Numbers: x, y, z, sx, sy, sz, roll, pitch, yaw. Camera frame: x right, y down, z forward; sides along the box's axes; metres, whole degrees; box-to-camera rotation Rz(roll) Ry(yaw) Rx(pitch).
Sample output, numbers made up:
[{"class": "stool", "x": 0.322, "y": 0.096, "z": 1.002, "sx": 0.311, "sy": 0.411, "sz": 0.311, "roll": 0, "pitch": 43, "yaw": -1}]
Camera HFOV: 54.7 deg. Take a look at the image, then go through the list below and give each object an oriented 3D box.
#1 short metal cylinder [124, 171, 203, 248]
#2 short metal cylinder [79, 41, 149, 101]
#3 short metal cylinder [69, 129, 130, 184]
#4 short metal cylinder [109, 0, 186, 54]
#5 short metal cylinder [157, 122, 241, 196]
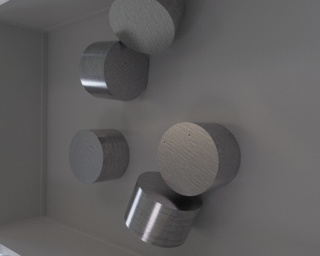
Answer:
[{"class": "short metal cylinder", "x": 0.004, "y": 0.094, "z": 0.368, "sx": 0.080, "sy": 0.081, "sz": 0.050, "roll": 32, "pitch": 110, "yaw": 35}, {"class": "short metal cylinder", "x": -0.061, "y": -0.078, "z": 0.422, "sx": 0.050, "sy": 0.081, "sz": 0.079, "roll": 10, "pitch": 97, "yaw": 39}, {"class": "short metal cylinder", "x": -0.092, "y": 0.041, "z": 0.467, "sx": 0.080, "sy": 0.050, "sz": 0.080, "roll": 0, "pitch": 90, "yaw": 40}, {"class": "short metal cylinder", "x": -0.014, "y": -0.137, "z": 0.374, "sx": 0.080, "sy": 0.080, "sz": 0.050, "roll": -13, "pitch": 43, "yaw": 39}, {"class": "short metal cylinder", "x": 0.044, "y": 0.033, "z": 0.354, "sx": 0.080, "sy": 0.050, "sz": 0.080, "roll": 0, "pitch": 90, "yaw": 40}]
